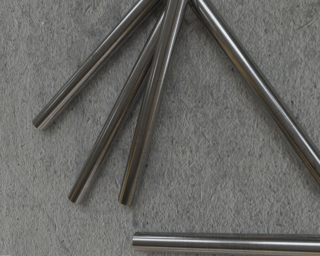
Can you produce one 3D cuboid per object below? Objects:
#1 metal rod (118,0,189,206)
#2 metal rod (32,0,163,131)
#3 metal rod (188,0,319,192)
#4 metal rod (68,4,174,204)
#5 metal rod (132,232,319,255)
[{"bbox_3d":[-0.008,-0.041,0.398,0.025,0.025,0.298,19,101,19],"label":"metal rod"},{"bbox_3d":[-0.080,-0.105,0.437,0.299,0.025,0.025,-44,76,14],"label":"metal rod"},{"bbox_3d":[0.117,-0.051,0.367,0.025,0.025,0.299,-35,79,16],"label":"metal rod"},{"bbox_3d":[-0.052,-0.026,0.427,0.025,0.025,0.299,31,100,17],"label":"metal rod"},{"bbox_3d":[0.109,0.139,0.370,0.301,0.025,0.025,-6,88,19],"label":"metal rod"}]
